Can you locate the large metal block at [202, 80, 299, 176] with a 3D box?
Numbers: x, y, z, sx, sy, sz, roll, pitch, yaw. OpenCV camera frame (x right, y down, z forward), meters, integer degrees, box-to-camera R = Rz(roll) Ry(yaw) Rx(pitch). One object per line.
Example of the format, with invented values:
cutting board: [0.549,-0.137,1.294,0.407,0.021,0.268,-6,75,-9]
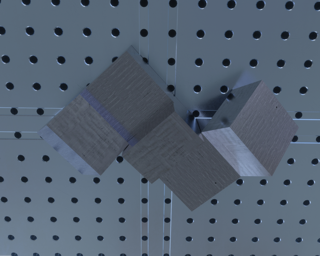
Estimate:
large metal block: [0.111,0.002,0.379,0.080,0.050,0.080,47,63,-16]

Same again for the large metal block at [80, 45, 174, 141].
large metal block: [-0.040,-0.042,0.384,0.080,0.050,0.080,-39,106,14]

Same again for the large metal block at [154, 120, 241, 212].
large metal block: [0.047,0.050,0.418,0.080,0.050,0.080,-39,104,13]

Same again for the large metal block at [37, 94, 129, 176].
large metal block: [-0.097,0.012,0.380,0.080,0.080,0.050,47,65,-15]

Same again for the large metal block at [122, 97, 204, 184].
large metal block: [0.003,0.009,0.387,0.080,0.080,0.050,-40,107,13]
